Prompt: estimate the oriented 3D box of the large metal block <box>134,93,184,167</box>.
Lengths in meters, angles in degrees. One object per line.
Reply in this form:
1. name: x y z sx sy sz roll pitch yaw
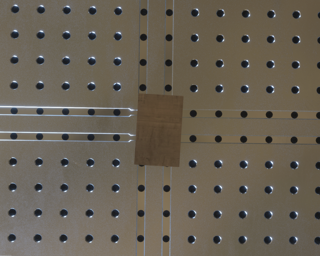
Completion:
1. large metal block: -0.001 0.002 0.385 0.050 0.080 0.079 3 90 0
